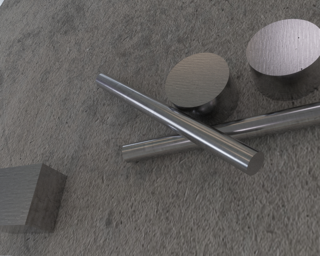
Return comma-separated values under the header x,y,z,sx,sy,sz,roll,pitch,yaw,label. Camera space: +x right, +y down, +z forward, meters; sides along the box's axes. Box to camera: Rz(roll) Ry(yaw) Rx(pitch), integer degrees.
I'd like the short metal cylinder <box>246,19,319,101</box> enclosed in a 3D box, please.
x,y,z,sx,sy,sz,roll,pitch,yaw,label
0.146,-0.078,0.359,0.080,0.050,0.080,-13,56,21,short metal cylinder

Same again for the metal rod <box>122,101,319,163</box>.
x,y,z,sx,sy,sz,roll,pitch,yaw,label
0.094,0.002,0.353,0.301,0.025,0.025,-13,56,20,metal rod

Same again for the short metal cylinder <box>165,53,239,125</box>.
x,y,z,sx,sy,sz,roll,pitch,yaw,label
0.053,-0.047,0.389,0.080,0.050,0.080,-13,56,21,short metal cylinder

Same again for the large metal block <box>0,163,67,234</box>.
x,y,z,sx,sy,sz,roll,pitch,yaw,label
-0.184,0.098,0.424,0.080,0.050,0.080,-9,58,23,large metal block

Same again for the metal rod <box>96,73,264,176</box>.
x,y,z,sx,sy,sz,roll,pitch,yaw,label
-0.002,-0.022,0.393,0.025,0.025,0.300,-51,44,-8,metal rod
